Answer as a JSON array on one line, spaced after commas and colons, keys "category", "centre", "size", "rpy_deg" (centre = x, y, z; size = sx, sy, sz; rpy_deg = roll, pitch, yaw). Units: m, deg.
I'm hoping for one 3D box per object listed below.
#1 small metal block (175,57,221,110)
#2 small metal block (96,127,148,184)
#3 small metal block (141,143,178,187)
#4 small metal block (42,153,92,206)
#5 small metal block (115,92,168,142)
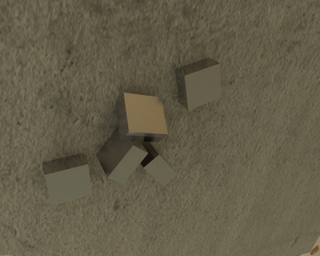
[{"category": "small metal block", "centre": [0.050, -0.057, 0.401], "size": [0.050, 0.025, 0.050], "rpy_deg": [-21, 127, -16]}, {"category": "small metal block", "centre": [-0.048, 0.032, 0.386], "size": [0.025, 0.050, 0.050], "rpy_deg": [32, 100, -39]}, {"category": "small metal block", "centre": [-0.009, 0.043, 0.414], "size": [0.025, 0.050, 0.050], "rpy_deg": [-41, 130, -1]}, {"category": "small metal block", "centre": [-0.115, 0.064, 0.385], "size": [0.050, 0.025, 0.050], "rpy_deg": [-13, 124, -22]}, {"category": "small metal block", "centre": [-0.022, -0.012, 0.369], "size": [0.050, 0.050, 0.025], "rpy_deg": [4, 153, -31]}]
